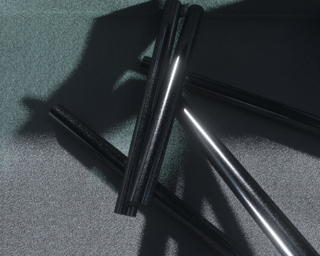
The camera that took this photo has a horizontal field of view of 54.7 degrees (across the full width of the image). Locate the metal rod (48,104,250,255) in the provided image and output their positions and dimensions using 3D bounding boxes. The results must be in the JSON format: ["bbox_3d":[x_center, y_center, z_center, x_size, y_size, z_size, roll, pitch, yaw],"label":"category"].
[{"bbox_3d":[-0.023,0.066,0.385,0.300,0.025,0.025,37,74,12],"label":"metal rod"}]

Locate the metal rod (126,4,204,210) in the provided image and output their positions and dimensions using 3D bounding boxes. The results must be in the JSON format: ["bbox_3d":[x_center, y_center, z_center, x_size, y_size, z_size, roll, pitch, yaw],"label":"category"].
[{"bbox_3d":[0.015,-0.047,0.388,0.025,0.025,0.300,14,61,5],"label":"metal rod"}]

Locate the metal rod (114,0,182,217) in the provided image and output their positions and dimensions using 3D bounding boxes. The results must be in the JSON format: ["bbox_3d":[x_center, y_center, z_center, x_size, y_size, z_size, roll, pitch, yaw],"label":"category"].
[{"bbox_3d":[-0.010,-0.041,0.396,0.025,0.025,0.299,11,70,3],"label":"metal rod"}]

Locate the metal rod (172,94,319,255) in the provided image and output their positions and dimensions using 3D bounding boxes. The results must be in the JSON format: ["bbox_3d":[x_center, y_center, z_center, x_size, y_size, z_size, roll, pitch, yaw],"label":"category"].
[{"bbox_3d":[0.071,0.039,0.331,0.025,0.025,0.300,-26,47,-9],"label":"metal rod"}]

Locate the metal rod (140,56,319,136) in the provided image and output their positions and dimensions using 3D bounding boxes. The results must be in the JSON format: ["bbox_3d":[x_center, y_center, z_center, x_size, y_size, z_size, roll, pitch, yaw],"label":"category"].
[{"bbox_3d":[0.116,-0.039,0.425,0.301,0.025,0.025,21,71,7],"label":"metal rod"}]
